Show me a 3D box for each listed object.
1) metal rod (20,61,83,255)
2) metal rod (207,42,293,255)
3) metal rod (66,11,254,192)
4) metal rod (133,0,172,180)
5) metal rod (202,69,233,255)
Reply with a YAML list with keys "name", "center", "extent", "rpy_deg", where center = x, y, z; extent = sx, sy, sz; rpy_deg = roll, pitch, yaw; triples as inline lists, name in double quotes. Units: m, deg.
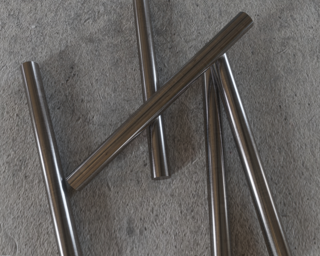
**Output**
- name: "metal rod"
  center: [-0.137, 0.046, 0.389]
  extent: [0.025, 0.025, 0.299]
  rpy_deg: [-17, 71, -6]
- name: "metal rod"
  center: [0.108, 0.024, 0.385]
  extent: [0.025, 0.025, 0.299]
  rpy_deg: [-13, 76, -5]
- name: "metal rod"
  center: [0.001, -0.034, 0.388]
  extent: [0.300, 0.025, 0.025]
  rpy_deg: [-44, 76, -2]
- name: "metal rod"
  center: [-0.015, -0.077, 0.435]
  extent: [0.025, 0.025, 0.299]
  rpy_deg: [-6, 70, -2]
- name: "metal rod"
  center: [0.071, 0.044, 0.392]
  extent: [0.025, 0.025, 0.299]
  rpy_deg: [0, 70, 0]
